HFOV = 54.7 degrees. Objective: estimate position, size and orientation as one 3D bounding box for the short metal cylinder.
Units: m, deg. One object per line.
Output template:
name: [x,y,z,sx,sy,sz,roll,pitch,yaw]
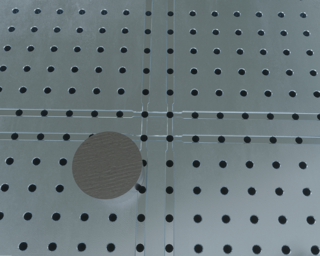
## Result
short metal cylinder: [-0.061,0.050,0.380,0.081,0.050,0.080,0,70,0]
